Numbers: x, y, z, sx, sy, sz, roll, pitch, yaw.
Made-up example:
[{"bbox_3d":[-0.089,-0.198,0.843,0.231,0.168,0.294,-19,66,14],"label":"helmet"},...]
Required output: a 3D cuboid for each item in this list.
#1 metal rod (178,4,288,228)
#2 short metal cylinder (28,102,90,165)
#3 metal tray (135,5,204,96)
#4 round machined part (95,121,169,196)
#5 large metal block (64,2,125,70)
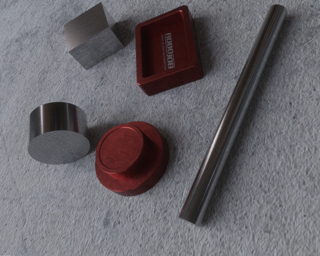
[{"bbox_3d":[0.094,-0.029,0.371,0.025,0.025,0.300,15,69,33],"label":"metal rod"},{"bbox_3d":[-0.142,0.009,0.435,0.080,0.080,0.050,-26,53,12],"label":"short metal cylinder"},{"bbox_3d":[0.010,-0.118,0.466,0.090,0.030,0.130,-16,55,18],"label":"metal tray"},{"bbox_3d":[-0.042,0.033,0.393,0.098,0.042,0.098,-13,56,20],"label":"round machined part"},{"bbox_3d":[-0.117,-0.162,0.547,0.080,0.050,0.080,-28,52,10],"label":"large metal block"}]
